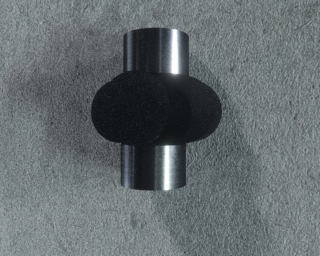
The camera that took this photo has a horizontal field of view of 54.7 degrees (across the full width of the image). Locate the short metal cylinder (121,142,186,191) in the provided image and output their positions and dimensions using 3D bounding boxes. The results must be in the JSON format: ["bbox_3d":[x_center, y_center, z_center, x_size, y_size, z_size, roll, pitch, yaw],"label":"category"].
[{"bbox_3d":[-0.008,0.044,0.383,0.080,0.080,0.050,0,90,19],"label":"short metal cylinder"}]

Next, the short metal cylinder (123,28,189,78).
[{"bbox_3d":[-0.005,-0.086,0.382,0.080,0.080,0.050,0,90,19],"label":"short metal cylinder"}]

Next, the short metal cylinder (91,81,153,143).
[{"bbox_3d":[-0.043,-0.021,0.411,0.080,0.050,0.079,0,90,19],"label":"short metal cylinder"}]

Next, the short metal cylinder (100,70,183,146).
[{"bbox_3d":[-0.019,-0.021,0.349,0.080,0.050,0.079,0,90,19],"label":"short metal cylinder"}]

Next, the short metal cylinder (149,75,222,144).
[{"bbox_3d":[0.033,-0.022,0.385,0.080,0.050,0.079,0,90,19],"label":"short metal cylinder"}]
